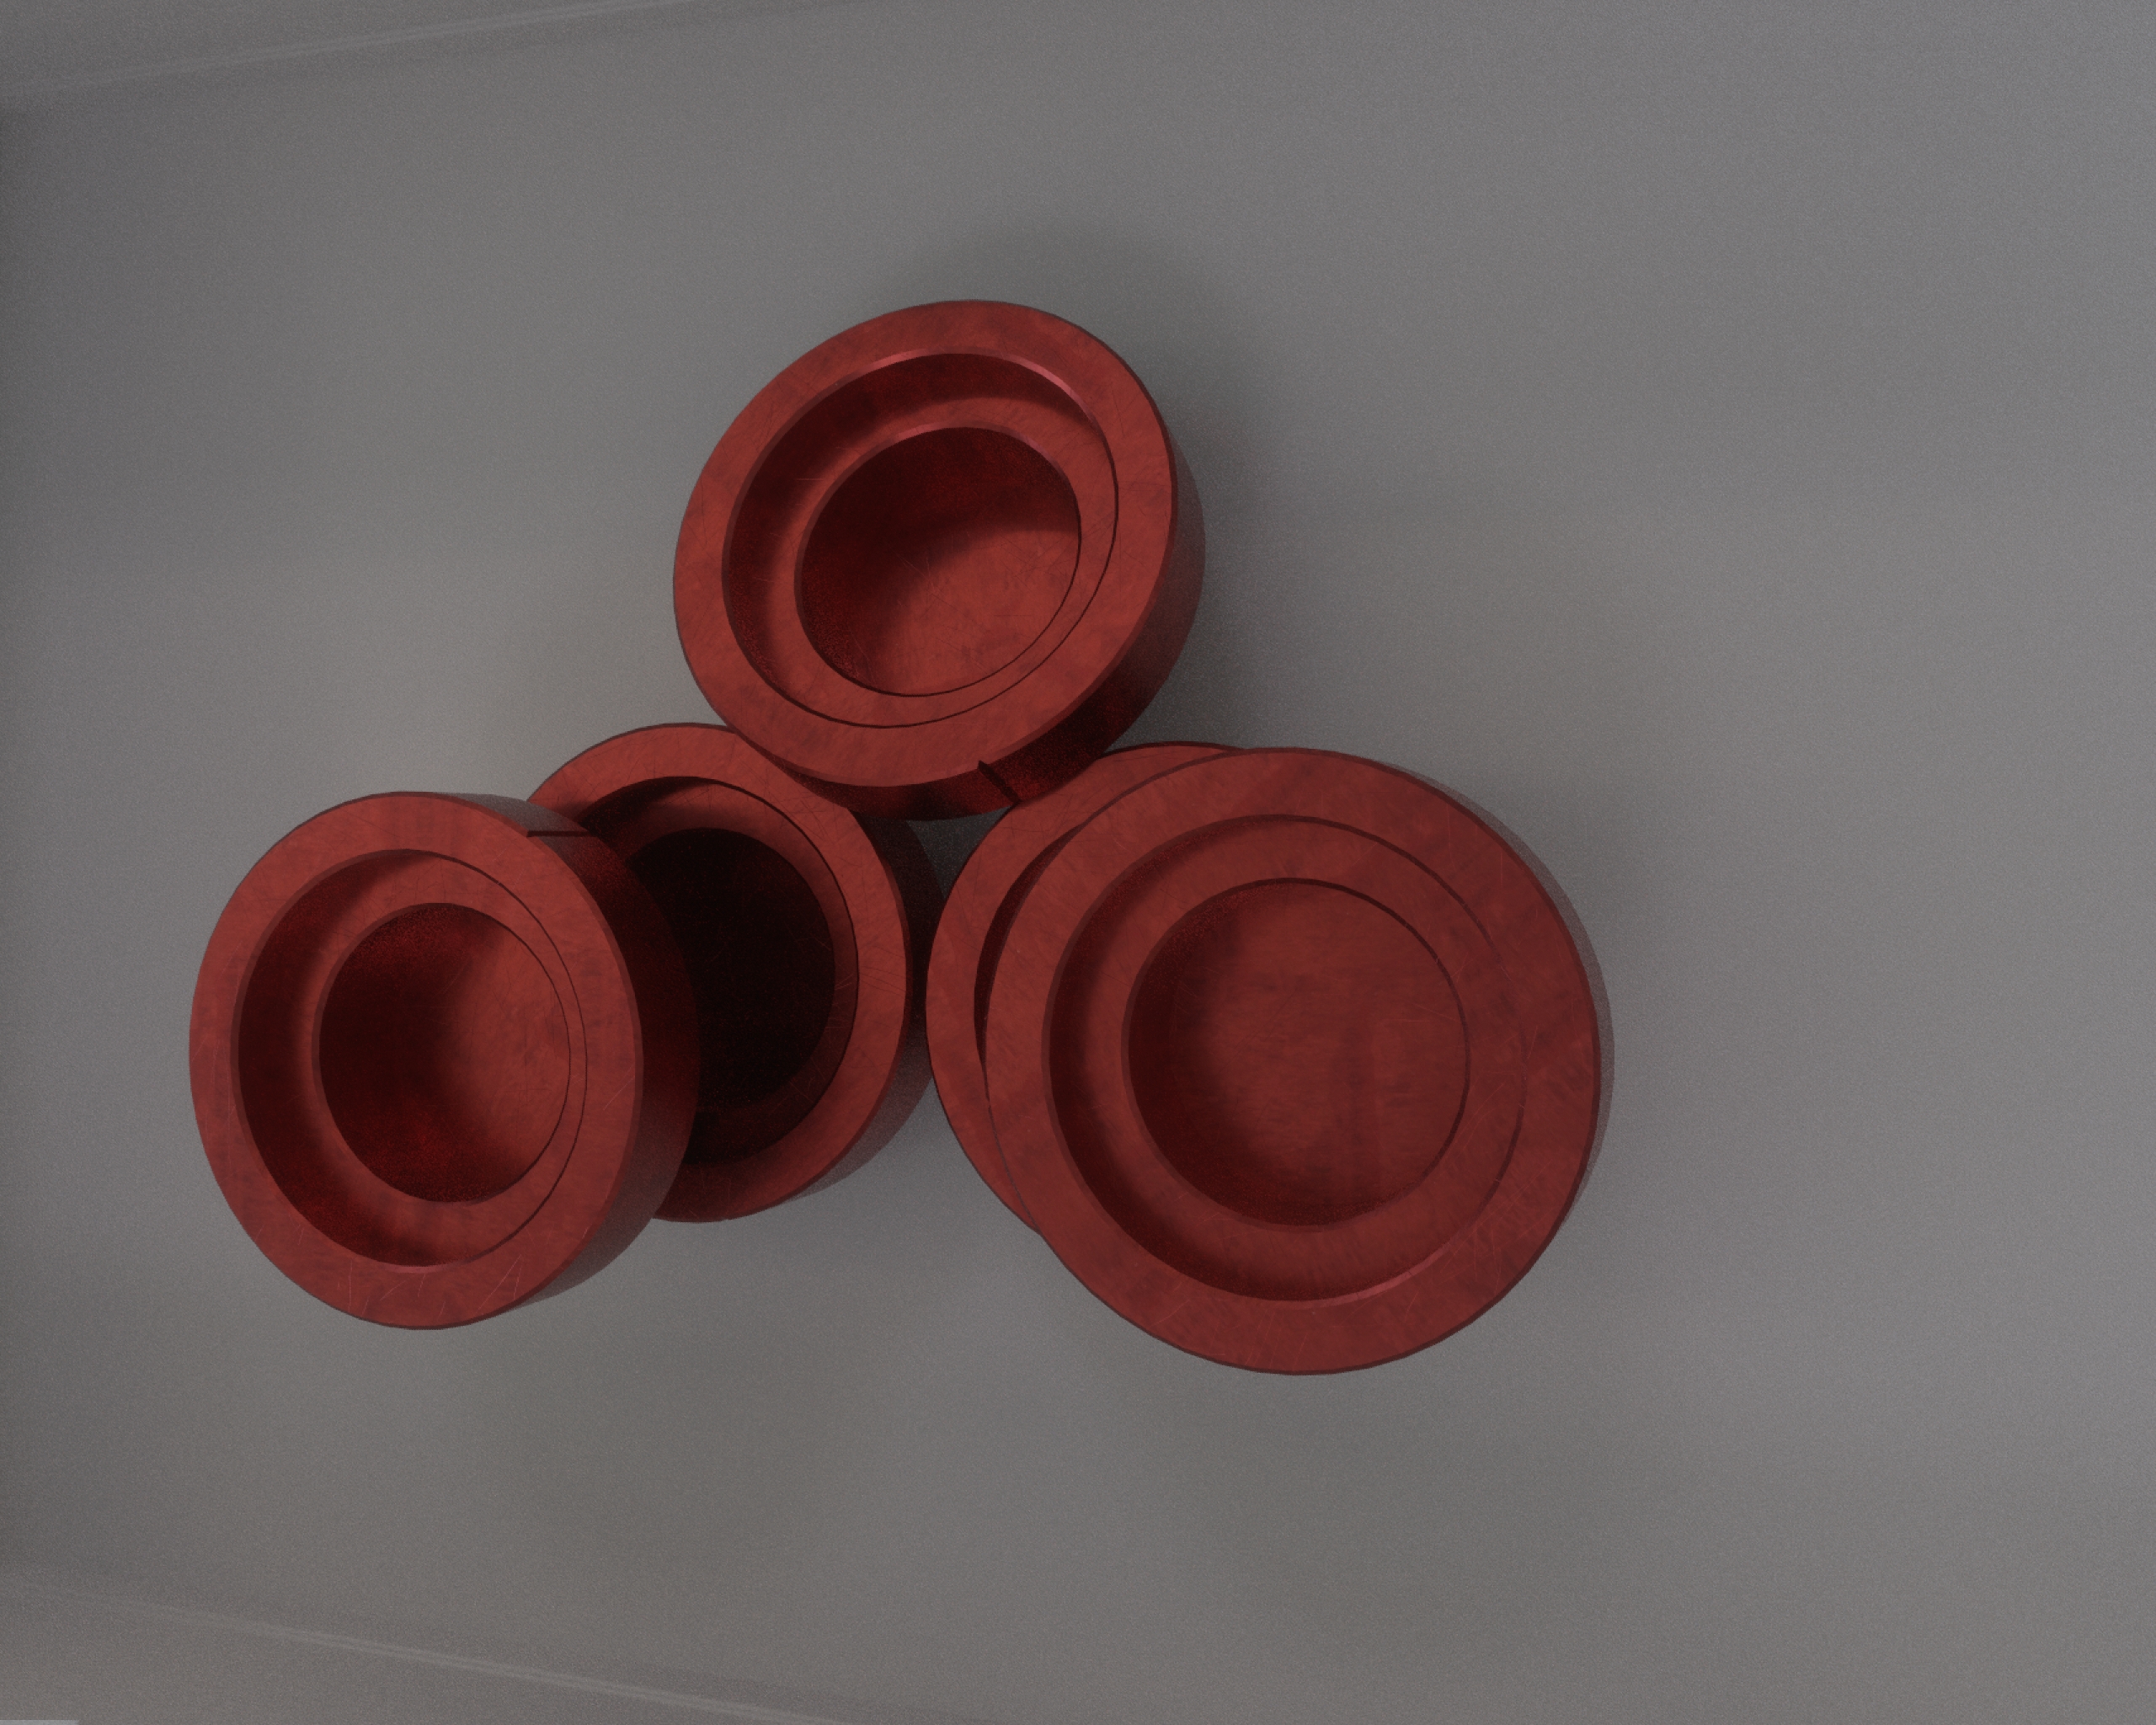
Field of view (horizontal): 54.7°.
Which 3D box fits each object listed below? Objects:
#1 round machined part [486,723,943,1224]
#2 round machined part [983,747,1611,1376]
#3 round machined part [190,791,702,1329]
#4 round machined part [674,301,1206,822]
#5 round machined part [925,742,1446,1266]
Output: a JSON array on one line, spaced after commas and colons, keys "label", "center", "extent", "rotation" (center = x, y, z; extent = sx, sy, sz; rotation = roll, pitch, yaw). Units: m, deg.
[{"label": "round machined part", "center": [-0.070, 0.021, 0.425], "extent": [0.098, 0.042, 0.097], "rotation": [0, 90, 20]}, {"label": "round machined part", "center": [0.038, 0.031, 0.342], "extent": [0.098, 0.042, 0.097], "rotation": [0, 90, 20]}, {"label": "round machined part", "center": [-0.114, 0.035, 0.396], "extent": [0.098, 0.042, 0.097], "rotation": [0, 90, 20]}, {"label": "round machined part", "center": [-0.023, -0.053, 0.397], "extent": [0.098, 0.042, 0.098], "rotation": [-6, 70, 16]}, {"label": "round machined part", "center": [0.025, 0.027, 0.392], "extent": [0.098, 0.042, 0.097], "rotation": [0, 90, 20]}]
